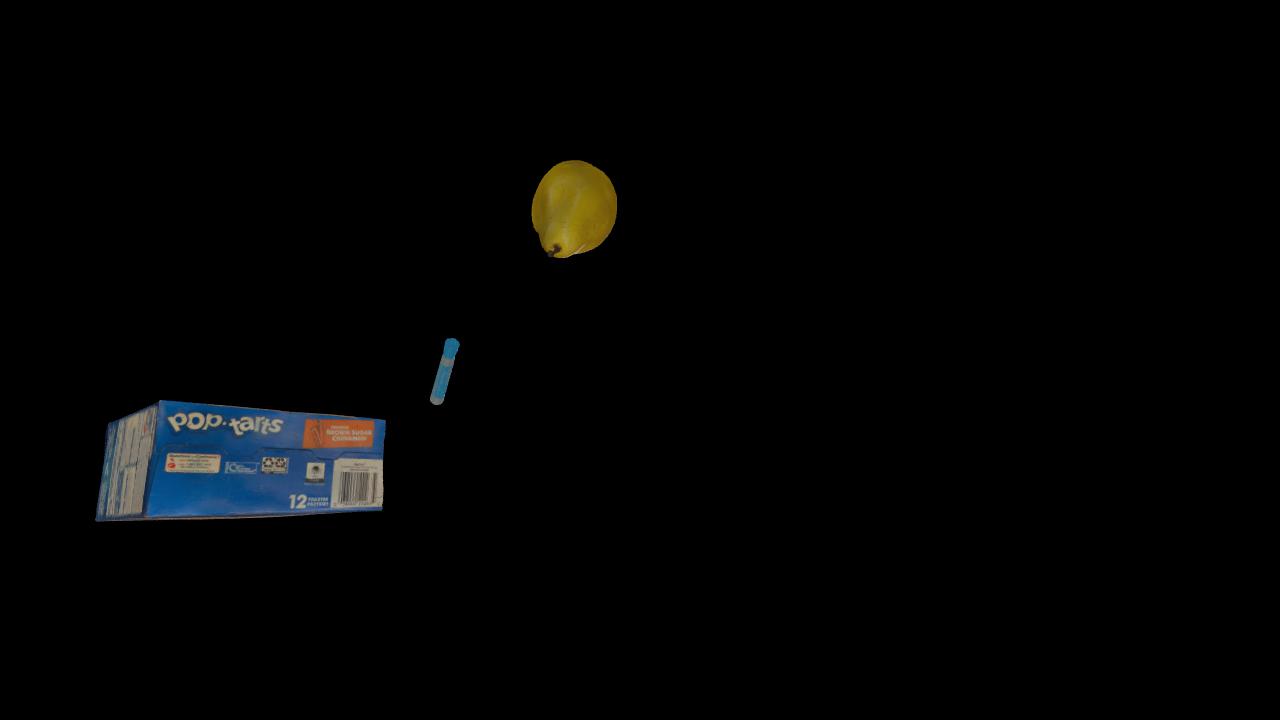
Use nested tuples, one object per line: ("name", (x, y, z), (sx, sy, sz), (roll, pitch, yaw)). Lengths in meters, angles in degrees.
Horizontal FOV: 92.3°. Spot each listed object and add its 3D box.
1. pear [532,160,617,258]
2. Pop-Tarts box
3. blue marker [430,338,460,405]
("pear", (-0.060, -0.114, 0.524), (0.080, 0.111, 0.080), (9, -34, 6))
("Pop-Tarts box", (-0.326, 0.089, 0.513), (0.141, 0.083, 0.167), (-13, -18, 37))
("blue marker", (-0.266, 0.016, 0.837), (0.020, 0.020, 0.121), (0, -44, -32))
